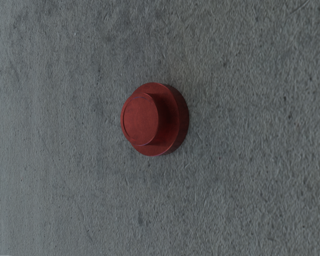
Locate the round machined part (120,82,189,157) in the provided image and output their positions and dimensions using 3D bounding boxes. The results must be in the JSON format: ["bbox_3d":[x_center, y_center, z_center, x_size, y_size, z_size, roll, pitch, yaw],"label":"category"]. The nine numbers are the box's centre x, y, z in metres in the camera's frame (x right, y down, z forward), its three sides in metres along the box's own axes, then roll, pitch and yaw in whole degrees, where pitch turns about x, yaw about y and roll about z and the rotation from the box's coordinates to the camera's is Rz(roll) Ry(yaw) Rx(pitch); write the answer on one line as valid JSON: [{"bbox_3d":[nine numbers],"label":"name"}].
[{"bbox_3d":[-0.014,-0.011,0.406,0.098,0.042,0.097,0,90,40],"label":"round machined part"}]
